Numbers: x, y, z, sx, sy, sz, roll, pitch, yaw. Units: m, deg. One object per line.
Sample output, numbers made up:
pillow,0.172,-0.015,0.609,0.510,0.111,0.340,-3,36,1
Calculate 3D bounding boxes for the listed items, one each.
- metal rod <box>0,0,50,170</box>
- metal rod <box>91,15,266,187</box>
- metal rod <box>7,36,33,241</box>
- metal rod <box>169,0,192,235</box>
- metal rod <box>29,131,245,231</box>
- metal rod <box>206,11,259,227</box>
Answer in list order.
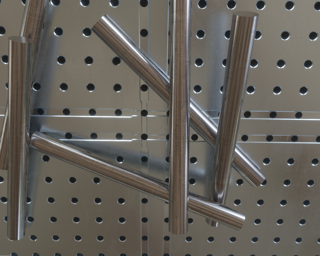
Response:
metal rod,-0.165,-0.081,0.382,0.025,0.025,0.298,18,109,-7
metal rod,0.033,-0.025,0.404,0.025,0.025,0.300,-43,105,14
metal rod,-0.185,0.032,0.404,0.025,0.025,0.298,12,117,-5
metal rod,0.024,-0.016,0.376,0.025,0.025,0.298,0,99,0
metal rod,-0.030,0.071,0.419,0.301,0.025,0.025,22,109,0
metal rod,0.083,0.013,0.385,0.025,0.025,0.298,0,123,0
